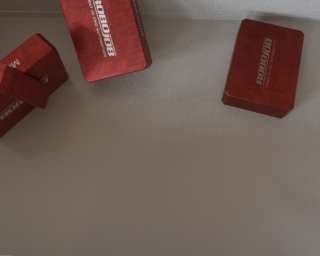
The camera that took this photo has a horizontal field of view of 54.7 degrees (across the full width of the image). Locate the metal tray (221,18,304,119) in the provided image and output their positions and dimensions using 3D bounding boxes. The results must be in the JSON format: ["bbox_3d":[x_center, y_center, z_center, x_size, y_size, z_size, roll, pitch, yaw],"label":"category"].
[{"bbox_3d":[0.146,-0.086,0.439,0.090,0.030,0.130,15,71,5],"label":"metal tray"}]

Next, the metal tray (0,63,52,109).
[{"bbox_3d":[-0.214,-0.060,0.376,0.131,0.090,0.030,14,85,11],"label":"metal tray"}]

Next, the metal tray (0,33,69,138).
[{"bbox_3d":[-0.181,-0.049,0.389,0.030,0.090,0.130,43,75,6],"label":"metal tray"}]

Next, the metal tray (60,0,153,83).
[{"bbox_3d":[-0.071,-0.133,0.406,0.090,0.030,0.129,-11,105,15],"label":"metal tray"}]
